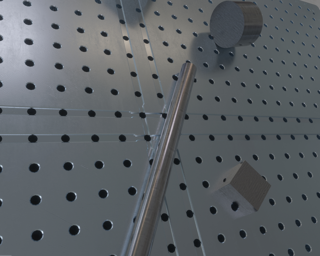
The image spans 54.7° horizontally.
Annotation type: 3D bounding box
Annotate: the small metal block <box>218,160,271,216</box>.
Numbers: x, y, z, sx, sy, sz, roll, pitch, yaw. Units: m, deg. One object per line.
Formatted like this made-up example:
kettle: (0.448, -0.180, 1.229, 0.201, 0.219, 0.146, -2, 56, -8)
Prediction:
small metal block: (0.116, 0.081, 0.422, 0.050, 0.025, 0.050, 45, 51, 3)

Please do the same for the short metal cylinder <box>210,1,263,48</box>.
short metal cylinder: (0.137, -0.188, 0.561, 0.050, 0.080, 0.080, -15, 70, -34)

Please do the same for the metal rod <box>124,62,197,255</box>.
metal rod: (0.010, 0.021, 0.400, 0.025, 0.025, 0.300, 26, 52, -12)
